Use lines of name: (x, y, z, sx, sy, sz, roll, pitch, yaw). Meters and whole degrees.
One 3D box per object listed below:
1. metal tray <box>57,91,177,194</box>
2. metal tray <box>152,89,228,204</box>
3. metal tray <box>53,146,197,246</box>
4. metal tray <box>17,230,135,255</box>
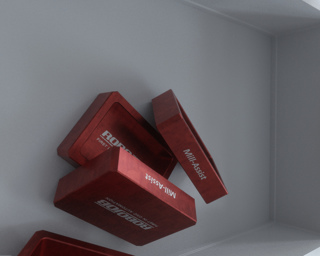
metal tray: (-0.042, 0.031, 0.367, 0.130, 0.030, 0.090, 46, 62, -30)
metal tray: (0.037, 0.022, 0.397, 0.030, 0.090, 0.130, -29, 115, 9)
metal tray: (-0.033, 0.080, 0.335, 0.130, 0.090, 0.030, 40, 32, -33)
metal tray: (-0.065, 0.143, 0.268, 0.131, 0.090, 0.030, 16, 107, 0)
